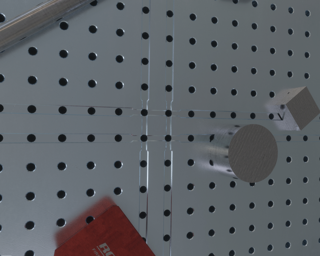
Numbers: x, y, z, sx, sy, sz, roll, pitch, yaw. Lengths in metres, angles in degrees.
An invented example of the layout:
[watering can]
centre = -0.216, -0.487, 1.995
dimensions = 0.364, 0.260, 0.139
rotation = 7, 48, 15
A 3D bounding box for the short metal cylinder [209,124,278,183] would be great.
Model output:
[short metal cylinder]
centre = 0.119, 0.034, 0.443
dimensions = 0.081, 0.050, 0.080
rotation = 0, 90, -20

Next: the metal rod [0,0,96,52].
[metal rod]
centre = -0.105, -0.155, 0.373
dimensions = 0.301, 0.025, 0.025
rotation = -37, 102, -16

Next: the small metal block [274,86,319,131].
[small metal block]
centre = 0.219, -0.031, 0.493
dimensions = 0.050, 0.025, 0.050
rotation = -38, 102, -16

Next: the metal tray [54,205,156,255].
[metal tray]
centre = -0.051, 0.171, 0.372
dimensions = 0.090, 0.030, 0.130
rotation = -36, 85, -17
